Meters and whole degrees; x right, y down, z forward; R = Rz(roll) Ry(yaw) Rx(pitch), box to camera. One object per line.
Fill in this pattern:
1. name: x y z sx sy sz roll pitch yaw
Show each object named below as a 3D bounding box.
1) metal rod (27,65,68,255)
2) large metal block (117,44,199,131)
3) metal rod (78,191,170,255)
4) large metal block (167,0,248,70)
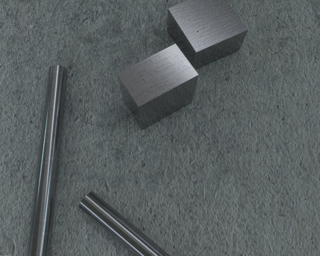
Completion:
1. metal rod: -0.140 0.058 0.385 0.025 0.025 0.299 -1 70 -1
2. large metal block: -0.003 -0.049 0.397 0.080 0.080 0.050 -30 73 -10
3. metal rod: 0.029 0.174 0.345 0.300 0.025 0.025 36 74 12
4. large metal block: 0.065 -0.141 0.447 0.080 0.050 0.080 -25 72 -9
